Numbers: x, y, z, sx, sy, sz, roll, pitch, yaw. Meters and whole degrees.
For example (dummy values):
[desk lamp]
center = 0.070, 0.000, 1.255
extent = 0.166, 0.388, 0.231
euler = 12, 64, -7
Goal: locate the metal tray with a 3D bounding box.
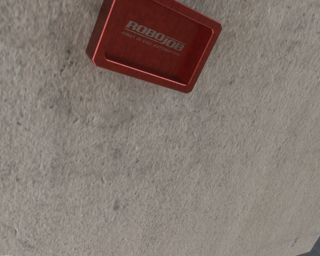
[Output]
[metal tray]
center = -0.004, -0.097, 0.342
extent = 0.131, 0.030, 0.089
euler = 12, 112, -34
